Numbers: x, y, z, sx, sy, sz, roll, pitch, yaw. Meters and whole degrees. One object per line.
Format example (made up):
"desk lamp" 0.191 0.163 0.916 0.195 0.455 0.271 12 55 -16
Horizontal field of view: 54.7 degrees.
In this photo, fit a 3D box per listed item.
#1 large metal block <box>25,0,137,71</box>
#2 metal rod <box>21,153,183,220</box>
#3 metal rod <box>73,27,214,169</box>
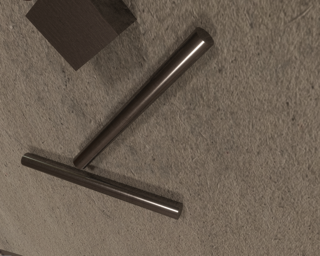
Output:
"large metal block" -0.088 -0.125 0.351 0.080 0.050 0.080 -27 112 37
"metal rod" -0.107 0.092 0.517 0.301 0.025 0.025 14 124 19
"metal rod" -0.042 -0.020 0.415 0.025 0.025 0.299 46 129 -4
